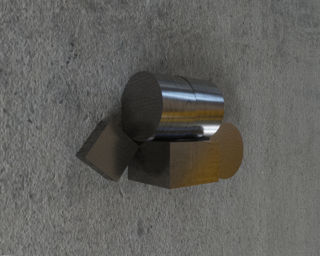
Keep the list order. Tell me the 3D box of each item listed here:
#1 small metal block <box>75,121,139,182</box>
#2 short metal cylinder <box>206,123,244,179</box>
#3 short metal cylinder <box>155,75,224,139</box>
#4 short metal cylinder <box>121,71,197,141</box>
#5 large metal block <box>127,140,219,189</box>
[{"bbox_3d":[-0.060,0.026,0.357,0.050,0.025,0.050,45,63,-31],"label":"small metal block"},{"bbox_3d":[0.078,0.032,0.455,0.081,0.050,0.079,0,90,-40],"label":"short metal cylinder"},{"bbox_3d":[0.035,-0.025,0.401,0.050,0.080,0.080,1,90,-40],"label":"short metal cylinder"},{"bbox_3d":[-0.003,-0.024,0.368,0.050,0.080,0.080,1,90,-40],"label":"short metal cylinder"},{"bbox_3d":[0.016,0.040,0.385,0.081,0.080,0.050,1,90,-40],"label":"large metal block"}]
